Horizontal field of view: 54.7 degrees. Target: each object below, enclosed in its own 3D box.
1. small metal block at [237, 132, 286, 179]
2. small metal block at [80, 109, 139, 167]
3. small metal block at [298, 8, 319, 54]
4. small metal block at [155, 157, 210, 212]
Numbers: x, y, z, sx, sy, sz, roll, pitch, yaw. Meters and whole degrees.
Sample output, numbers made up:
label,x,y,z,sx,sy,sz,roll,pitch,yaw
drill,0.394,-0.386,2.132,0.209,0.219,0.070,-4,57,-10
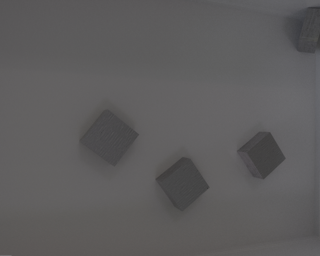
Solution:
label,x,y,z,sx,sy,sz,roll,pitch,yaw
small metal block,0.153,0.041,0.467,0.050,0.025,0.050,-38,102,-16
small metal block,-0.063,0.012,0.387,0.050,0.025,0.050,40,77,-16
small metal block,0.234,-0.149,0.479,0.025,0.050,0.050,15,89,24
small metal block,0.031,0.076,0.422,0.050,0.025,0.050,-37,102,-16
